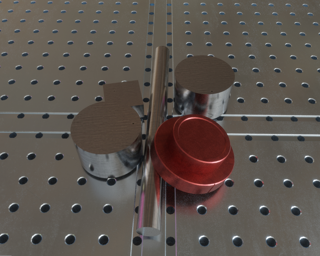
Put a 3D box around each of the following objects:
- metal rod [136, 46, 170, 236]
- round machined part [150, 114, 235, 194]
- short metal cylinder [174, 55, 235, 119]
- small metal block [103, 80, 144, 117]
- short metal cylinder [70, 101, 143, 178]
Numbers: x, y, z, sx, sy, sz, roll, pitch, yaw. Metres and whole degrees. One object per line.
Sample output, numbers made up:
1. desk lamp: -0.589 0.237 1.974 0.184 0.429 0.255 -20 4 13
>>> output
1. metal rod: -0.004 -0.009 0.410 0.025 0.025 0.300 2 50 2
2. round machined part: 0.041 0.023 0.357 0.099 0.042 0.098 11 48 -12
3. short metal cylinder: 0.060 -0.057 0.434 0.081 0.050 0.080 0 50 0
4. small metal block: -0.051 -0.038 0.434 0.050 0.025 0.050 -9 51 -7
5. short metal cylinder: -0.062 0.013 0.374 0.081 0.050 0.080 0 50 0
